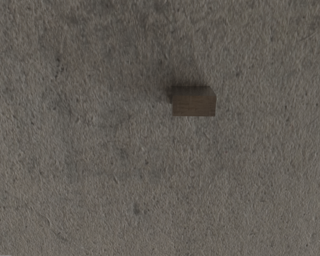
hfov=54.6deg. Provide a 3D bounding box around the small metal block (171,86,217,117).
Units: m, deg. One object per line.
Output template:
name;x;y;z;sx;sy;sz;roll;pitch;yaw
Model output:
small metal block;0.040;-0.034;0.384;0.050;0.050;0.025;1;110;0
